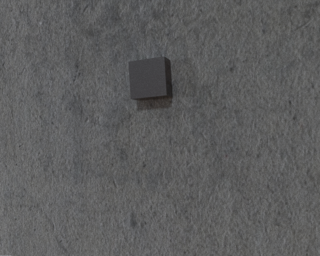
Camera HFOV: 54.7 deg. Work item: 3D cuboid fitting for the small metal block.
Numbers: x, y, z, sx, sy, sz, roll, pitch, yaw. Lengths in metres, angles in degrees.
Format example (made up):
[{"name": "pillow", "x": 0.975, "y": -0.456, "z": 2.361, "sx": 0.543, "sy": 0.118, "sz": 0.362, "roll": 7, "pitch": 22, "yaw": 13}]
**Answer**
[{"name": "small metal block", "x": -0.012, "y": -0.065, "z": 0.413, "sx": 0.050, "sy": 0.025, "sz": 0.050, "roll": -4, "pitch": 89, "yaw": 19}]
